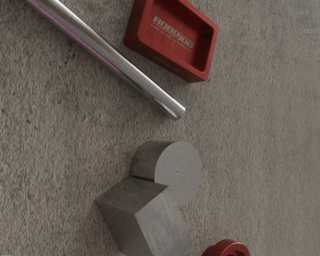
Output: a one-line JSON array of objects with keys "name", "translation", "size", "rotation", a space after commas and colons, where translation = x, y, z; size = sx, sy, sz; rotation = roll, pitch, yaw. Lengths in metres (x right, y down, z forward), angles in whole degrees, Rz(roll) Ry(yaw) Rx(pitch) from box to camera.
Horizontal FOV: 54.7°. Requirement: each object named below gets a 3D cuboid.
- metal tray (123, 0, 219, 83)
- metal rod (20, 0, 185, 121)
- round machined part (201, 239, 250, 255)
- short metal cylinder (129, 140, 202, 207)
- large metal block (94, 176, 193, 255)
[{"name": "metal tray", "translation": [0.021, -0.127, 0.420], "size": [0.131, 0.030, 0.090], "rotation": [22, 76, -38]}, {"name": "metal rod", "translation": [-0.075, -0.095, 0.342], "size": [0.301, 0.025, 0.025], "rotation": [36, 68, -34]}, {"name": "round machined part", "translation": [0.095, 0.221, 0.477], "size": [0.099, 0.042, 0.097], "rotation": [0, 90, -40]}, {"name": "short metal cylinder", "translation": [0.008, 0.056, 0.398], "size": [0.081, 0.050, 0.079], "rotation": [0, 90, -40]}, {"name": "large metal block", "translation": [-0.020, 0.107, 0.355], "size": [0.050, 0.080, 0.080], "rotation": [-34, 111, -35]}]
